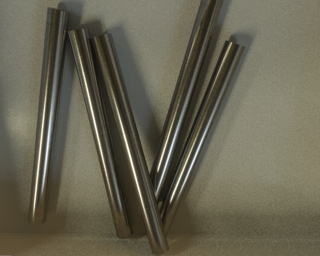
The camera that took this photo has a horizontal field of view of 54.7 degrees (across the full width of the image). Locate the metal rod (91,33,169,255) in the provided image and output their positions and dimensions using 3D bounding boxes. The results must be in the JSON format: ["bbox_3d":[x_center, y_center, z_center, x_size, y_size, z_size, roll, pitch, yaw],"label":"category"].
[{"bbox_3d":[-0.035,0.031,0.404,0.025,0.025,0.298,-13,103,4],"label":"metal rod"}]

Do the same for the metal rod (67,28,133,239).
[{"bbox_3d":[-0.075,0.021,0.418,0.025,0.025,0.298,-8,110,3],"label":"metal rod"}]

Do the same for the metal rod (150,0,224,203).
[{"bbox_3d":[0.023,-0.019,0.404,0.025,0.025,0.298,14,109,-6],"label":"metal rod"}]

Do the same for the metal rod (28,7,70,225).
[{"bbox_3d":[-0.149,-0.001,0.409,0.025,0.025,0.298,12,110,-5],"label":"metal rod"}]

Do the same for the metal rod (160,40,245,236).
[{"bbox_3d":[0.044,0.031,0.422,0.025,0.025,0.298,17,109,-6],"label":"metal rod"}]
